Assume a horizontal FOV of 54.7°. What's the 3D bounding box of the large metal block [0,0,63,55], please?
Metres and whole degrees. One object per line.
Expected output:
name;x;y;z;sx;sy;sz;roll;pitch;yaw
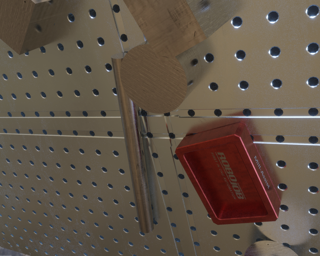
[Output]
large metal block;-0.181;-0.155;0.395;0.080;0.050;0.080;41;129;0

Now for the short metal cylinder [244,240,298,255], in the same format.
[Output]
short metal cylinder;0.151;0.203;0.421;0.080;0.080;0.050;14;124;20

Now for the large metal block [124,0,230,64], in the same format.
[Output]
large metal block;0.016;-0.118;0.294;0.050;0.080;0.080;-23;106;36

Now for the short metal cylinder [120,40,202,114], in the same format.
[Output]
short metal cylinder;0.002;-0.063;0.355;0.080;0.050;0.079;13;124;21

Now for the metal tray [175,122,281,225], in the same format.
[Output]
metal tray;0.088;0.064;0.400;0.090;0.030;0.130;-17;110;34

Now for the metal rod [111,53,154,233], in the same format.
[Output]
metal rod;-0.035;0.040;0.454;0.025;0.025;0.298;9;122;24
